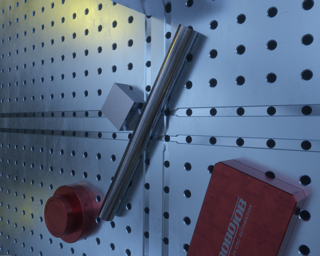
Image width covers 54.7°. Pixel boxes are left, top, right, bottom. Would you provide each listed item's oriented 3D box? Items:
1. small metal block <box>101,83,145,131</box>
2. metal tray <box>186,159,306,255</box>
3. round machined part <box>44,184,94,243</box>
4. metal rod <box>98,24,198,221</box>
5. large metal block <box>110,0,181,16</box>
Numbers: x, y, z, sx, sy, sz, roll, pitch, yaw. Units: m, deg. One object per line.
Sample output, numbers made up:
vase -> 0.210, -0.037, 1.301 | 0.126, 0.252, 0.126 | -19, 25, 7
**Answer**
small metal block -> -0.054, -0.031, 0.452 | 0.050, 0.025, 0.050 | 44, 116, 30
metal tray -> 0.087, 0.110, 0.333 | 0.090, 0.030, 0.129 | 24, 105, 37
round machined part -> -0.161, 0.147, 0.528 | 0.098, 0.042, 0.097 | 0, 90, 39
metal rod -> -0.024, 0.006, 0.426 | 0.025, 0.025, 0.298 | 37, 113, 33
large metal block -> -0.013, -0.188, 0.383 | 0.080, 0.081, 0.050 | -11, 83, 39
